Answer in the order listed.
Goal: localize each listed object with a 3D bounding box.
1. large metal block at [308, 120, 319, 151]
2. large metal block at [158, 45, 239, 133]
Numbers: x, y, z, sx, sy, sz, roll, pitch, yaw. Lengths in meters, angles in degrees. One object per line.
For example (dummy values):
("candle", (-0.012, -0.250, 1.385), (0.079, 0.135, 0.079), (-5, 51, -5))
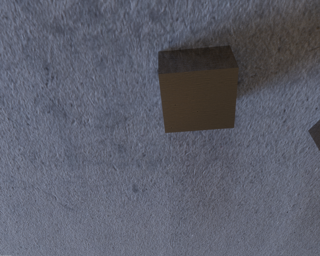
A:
("large metal block", (0.260, 0.006, 0.400), (0.080, 0.050, 0.079), (20, 127, -17))
("large metal block", (0.042, -0.043, 0.355), (0.080, 0.050, 0.080), (-4, 130, 3))
